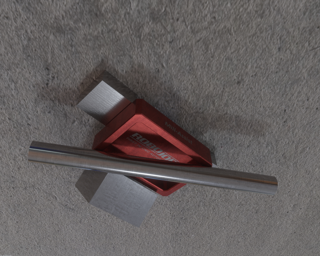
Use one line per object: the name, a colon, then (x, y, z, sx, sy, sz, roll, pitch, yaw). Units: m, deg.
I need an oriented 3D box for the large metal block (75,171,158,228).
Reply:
large metal block: (-0.063, 0.087, 0.435, 0.080, 0.080, 0.050, 36, 80, -27)

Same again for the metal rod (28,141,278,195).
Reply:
metal rod: (-0.001, 0.051, 0.380, 0.302, 0.025, 0.025, 9, 130, -9)

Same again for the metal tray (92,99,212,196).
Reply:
metal tray: (-0.008, 0.031, 0.398, 0.130, 0.030, 0.090, 36, 121, -27)

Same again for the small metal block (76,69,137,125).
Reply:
small metal block: (-0.064, -0.034, 0.378, 0.050, 0.025, 0.050, -38, 121, 27)

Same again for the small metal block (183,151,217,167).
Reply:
small metal block: (0.046, 0.049, 0.451, 0.050, 0.025, 0.050, 31, 123, -24)
